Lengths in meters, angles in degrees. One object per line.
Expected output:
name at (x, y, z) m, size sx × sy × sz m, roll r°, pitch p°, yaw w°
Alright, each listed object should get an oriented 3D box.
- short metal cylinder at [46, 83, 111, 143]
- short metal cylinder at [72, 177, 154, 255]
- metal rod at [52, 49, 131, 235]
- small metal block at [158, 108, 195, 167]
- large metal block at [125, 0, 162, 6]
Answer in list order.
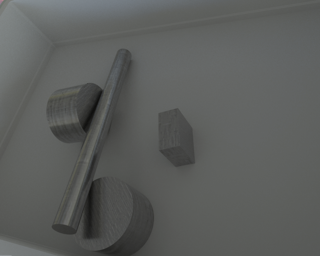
short metal cylinder at (-0.112, -0.020, 0.440) m, size 0.050 × 0.080 × 0.080 m, roll -8°, pitch 58°, yaw 24°
short metal cylinder at (-0.054, 0.102, 0.354) m, size 0.080 × 0.050 × 0.080 m, roll -13°, pitch 56°, yaw 21°
metal rod at (-0.078, -0.009, 0.410) m, size 0.025 × 0.025 × 0.300 m, roll -11°, pitch 45°, yaw 22°
small metal block at (0.020, 0.012, 0.370) m, size 0.025 × 0.050 × 0.050 m, roll -14°, pitch 56°, yaw 20°
large metal block at (-0.024, -0.277, 0.573) m, size 0.080 × 0.050 × 0.080 m, roll 22°, pitch 73°, yaw 35°
